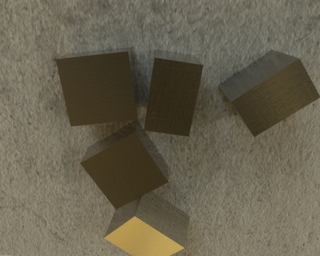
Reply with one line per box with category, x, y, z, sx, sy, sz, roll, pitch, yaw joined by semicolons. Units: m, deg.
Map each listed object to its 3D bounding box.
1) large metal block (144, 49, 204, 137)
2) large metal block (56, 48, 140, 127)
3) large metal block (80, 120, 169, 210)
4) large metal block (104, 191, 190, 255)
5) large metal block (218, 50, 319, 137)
large metal block;0.013;-0.045;0.364;0.050;0.080;0.079;8;110;-3
large metal block;-0.071;-0.051;0.377;0.080;0.050;0.079;-6;110;2
large metal block;-0.044;0.048;0.414;0.080;0.050;0.080;-29;108;10
large metal block;-0.017;0.139;0.434;0.080;0.050;0.080;37;127;-13
large metal block;0.123;-0.044;0.366;0.080;0.080;0.050;-33;107;11
